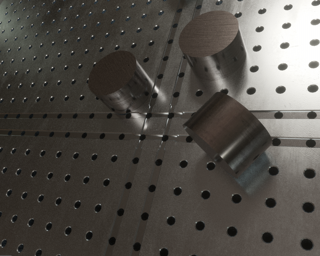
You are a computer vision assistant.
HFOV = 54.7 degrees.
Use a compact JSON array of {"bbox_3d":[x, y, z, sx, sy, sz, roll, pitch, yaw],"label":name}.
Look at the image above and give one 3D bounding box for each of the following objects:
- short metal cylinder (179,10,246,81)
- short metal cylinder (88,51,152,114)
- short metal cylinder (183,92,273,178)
[{"bbox_3d":[0.072,-0.112,0.422,0.080,0.050,0.080,-13,56,20],"label":"short metal cylinder"},{"bbox_3d":[-0.059,-0.068,0.463,0.080,0.050,0.080,-13,56,20],"label":"short metal cylinder"},{"bbox_3d":[0.071,0.008,0.331,0.050,0.080,0.080,-45,51,-3],"label":"short metal cylinder"}]
